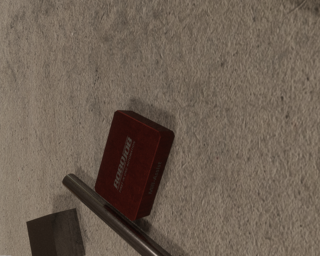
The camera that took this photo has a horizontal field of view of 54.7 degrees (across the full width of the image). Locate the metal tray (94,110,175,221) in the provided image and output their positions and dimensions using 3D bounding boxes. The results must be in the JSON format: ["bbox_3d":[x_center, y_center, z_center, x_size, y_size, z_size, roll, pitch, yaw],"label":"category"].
[{"bbox_3d":[-0.039,0.050,0.432,0.090,0.030,0.129,27,107,36],"label":"metal tray"}]

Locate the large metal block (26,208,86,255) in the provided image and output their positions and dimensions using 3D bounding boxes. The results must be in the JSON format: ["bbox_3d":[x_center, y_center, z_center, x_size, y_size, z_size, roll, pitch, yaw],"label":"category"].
[{"bbox_3d":[-0.181,0.190,0.535,0.080,0.050,0.080,-25,75,37],"label":"large metal block"}]

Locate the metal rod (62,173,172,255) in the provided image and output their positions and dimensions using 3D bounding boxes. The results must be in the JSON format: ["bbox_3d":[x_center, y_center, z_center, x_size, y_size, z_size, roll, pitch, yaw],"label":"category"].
[{"bbox_3d":[-0.048,0.145,0.442,0.300,0.025,0.025,28,107,36],"label":"metal rod"}]
